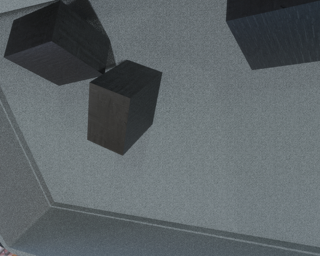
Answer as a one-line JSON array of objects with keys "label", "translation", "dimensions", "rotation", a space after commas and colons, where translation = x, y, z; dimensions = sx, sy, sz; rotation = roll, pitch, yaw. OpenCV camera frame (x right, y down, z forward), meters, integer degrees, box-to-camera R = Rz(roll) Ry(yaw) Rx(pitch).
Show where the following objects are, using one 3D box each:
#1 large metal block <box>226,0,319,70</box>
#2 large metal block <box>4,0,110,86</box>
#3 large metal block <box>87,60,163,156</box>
[{"label": "large metal block", "translation": [0.106, -0.093, 0.252], "dimensions": [0.080, 0.050, 0.080], "rotation": [-3, 161, 30]}, {"label": "large metal block", "translation": [-0.120, -0.095, 0.370], "dimensions": [0.080, 0.050, 0.080], "rotation": [-6, 160, 31]}, {"label": "large metal block", "translation": [-0.043, -0.027, 0.379], "dimensions": [0.050, 0.080, 0.079], "rotation": [23, 127, 15]}]
